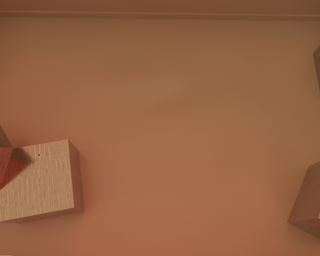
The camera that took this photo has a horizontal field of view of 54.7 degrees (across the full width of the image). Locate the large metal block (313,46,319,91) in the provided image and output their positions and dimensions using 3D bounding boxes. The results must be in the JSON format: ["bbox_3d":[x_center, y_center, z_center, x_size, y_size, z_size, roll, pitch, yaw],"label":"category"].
[{"bbox_3d":[0.254,-0.087,0.414,0.050,0.080,0.080,1,70,0],"label":"large metal block"}]

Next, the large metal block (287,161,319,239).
[{"bbox_3d":[0.198,0.081,0.352,0.050,0.080,0.080,27,72,9],"label":"large metal block"}]

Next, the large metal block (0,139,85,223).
[{"bbox_3d":[-0.140,0.065,0.371,0.081,0.050,0.080,-10,70,-4],"label":"large metal block"}]

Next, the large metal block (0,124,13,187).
[{"bbox_3d":[-0.213,0.035,0.347,0.080,0.050,0.080,38,110,41],"label":"large metal block"}]
